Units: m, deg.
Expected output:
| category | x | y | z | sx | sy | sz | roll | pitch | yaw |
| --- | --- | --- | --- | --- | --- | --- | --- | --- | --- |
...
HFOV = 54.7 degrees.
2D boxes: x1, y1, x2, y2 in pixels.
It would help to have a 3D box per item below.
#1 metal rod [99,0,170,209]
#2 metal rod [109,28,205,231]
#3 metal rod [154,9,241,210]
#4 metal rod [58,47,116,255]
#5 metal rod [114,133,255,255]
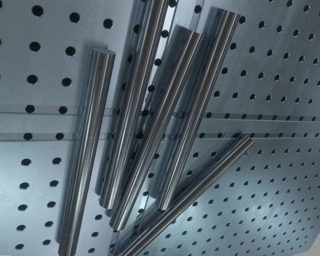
| category | x | y | z | sx | sy | sz | roll | pitch | yaw |
| --- | --- | --- | --- | --- | --- | --- | --- | --- | --- |
| metal rod | -0.035 | -0.025 | 0.377 | 0.025 | 0.025 | 0.298 | 2 | 118 | -30 |
| metal rod | -0.011 | 0.016 | 0.416 | 0.025 | 0.025 | 0.298 | 9 | 114 | -33 |
| metal rod | 0.044 | -0.009 | 0.431 | 0.025 | 0.025 | 0.298 | 3 | 117 | -30 |
| metal rod | -0.097 | 0.049 | 0.389 | 0.025 | 0.025 | 0.298 | 2 | 118 | -30 |
| metal rod | 0.038 | 0.121 | 0.508 | 0.300 | 0.025 | 0.025 | -44 | 130 | 2 |
